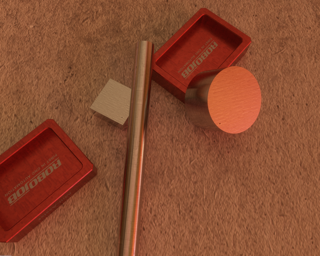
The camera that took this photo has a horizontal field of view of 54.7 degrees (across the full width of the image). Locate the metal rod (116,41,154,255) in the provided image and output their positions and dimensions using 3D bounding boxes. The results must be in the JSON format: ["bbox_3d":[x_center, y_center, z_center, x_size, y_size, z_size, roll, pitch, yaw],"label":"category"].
[{"bbox_3d":[-0.030,0.034,0.378,0.025,0.025,0.299,4,76,1],"label":"metal rod"}]

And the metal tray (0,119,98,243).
[{"bbox_3d":[-0.156,0.062,0.380,0.130,0.030,0.090,-41,75,-14],"label":"metal tray"}]

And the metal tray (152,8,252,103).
[{"bbox_3d":[0.055,-0.102,0.443,0.090,0.030,0.130,39,74,12],"label":"metal tray"}]

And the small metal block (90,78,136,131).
[{"bbox_3d":[-0.057,-0.031,0.419,0.050,0.025,0.050,27,72,9],"label":"small metal block"}]

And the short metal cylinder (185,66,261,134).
[{"bbox_3d":[0.079,-0.035,0.389,0.081,0.050,0.079,-2,95,-26],"label":"short metal cylinder"}]
